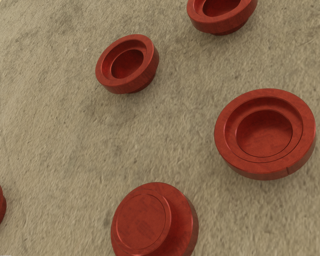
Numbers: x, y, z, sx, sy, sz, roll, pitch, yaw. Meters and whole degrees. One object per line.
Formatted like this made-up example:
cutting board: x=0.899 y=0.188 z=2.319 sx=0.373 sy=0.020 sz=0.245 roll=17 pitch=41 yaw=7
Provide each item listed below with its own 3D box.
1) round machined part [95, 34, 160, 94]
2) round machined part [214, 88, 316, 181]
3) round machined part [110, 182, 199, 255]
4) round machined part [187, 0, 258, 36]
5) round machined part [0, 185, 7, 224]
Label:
round machined part: x=-0.045 y=-0.092 z=0.471 sx=0.098 sy=0.042 sz=0.098 roll=-13 pitch=56 yaw=20
round machined part: x=0.111 y=0.010 z=0.328 sx=0.098 sy=0.042 sz=0.098 roll=-13 pitch=56 yaw=20
round machined part: x=-0.012 y=0.105 z=0.334 sx=0.098 sy=0.042 sz=0.098 roll=-13 pitch=56 yaw=20
round machined part: x=0.092 y=-0.174 z=0.451 sx=0.098 sy=0.042 sz=0.098 roll=-13 pitch=56 yaw=20
round machined part: x=-0.269 y=0.123 z=0.456 sx=0.098 sy=0.042 sz=0.098 roll=-13 pitch=56 yaw=20
